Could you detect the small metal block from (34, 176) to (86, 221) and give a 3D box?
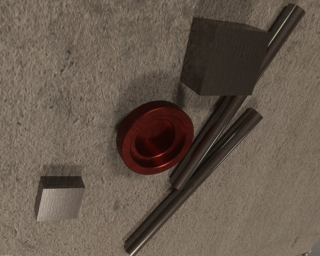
[{"bbox_3d":[-0.128,0.089,0.393,0.050,0.025,0.050,5,116,-31],"label":"small metal block"}]

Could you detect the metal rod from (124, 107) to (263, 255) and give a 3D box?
[{"bbox_3d":[0.050,0.088,0.490,0.299,0.025,0.025,-48,129,5],"label":"metal rod"}]

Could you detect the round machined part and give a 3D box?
[{"bbox_3d":[-0.010,0.008,0.397,0.099,0.042,0.097,-14,125,-21],"label":"round machined part"}]

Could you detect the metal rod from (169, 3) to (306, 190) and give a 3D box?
[{"bbox_3d":[0.103,-0.035,0.443,0.025,0.025,0.299,23,106,-37],"label":"metal rod"}]

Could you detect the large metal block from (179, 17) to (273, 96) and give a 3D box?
[{"bbox_3d":[0.079,-0.087,0.382,0.081,0.050,0.079,-3,120,-27],"label":"large metal block"}]
